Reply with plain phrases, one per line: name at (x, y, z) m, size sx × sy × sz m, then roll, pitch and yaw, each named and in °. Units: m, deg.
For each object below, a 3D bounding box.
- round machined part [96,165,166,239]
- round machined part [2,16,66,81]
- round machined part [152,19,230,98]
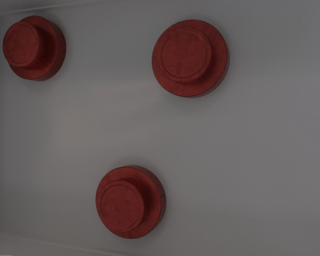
round machined part at (-0.045, 0.101, 0.417) m, size 0.098 × 0.042 × 0.097 m, roll 0°, pitch 90°, yaw 20°
round machined part at (-0.197, -0.122, 0.471) m, size 0.098 × 0.042 × 0.097 m, roll 0°, pitch 90°, yaw 20°
round machined part at (0.035, -0.088, 0.389) m, size 0.098 × 0.042 × 0.097 m, roll 0°, pitch 90°, yaw 20°
